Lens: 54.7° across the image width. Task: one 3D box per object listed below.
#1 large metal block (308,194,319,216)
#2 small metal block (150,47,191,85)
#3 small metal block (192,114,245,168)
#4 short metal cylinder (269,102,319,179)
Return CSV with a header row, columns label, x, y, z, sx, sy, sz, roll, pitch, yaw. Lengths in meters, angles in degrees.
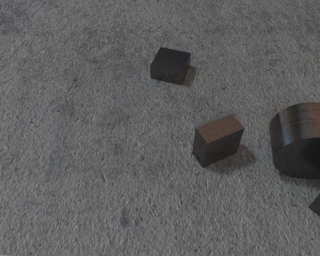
label,x,y,z,sx,sy,sz,roll,pitch,yaw
large metal block,0.211,0.076,0.307,0.050,0.080,0.080,-31,57,-24
small metal block,0.017,-0.098,0.486,0.050,0.025,0.050,14,51,11
small metal block,0.069,0.016,0.375,0.050,0.050,0.025,-21,53,-17
short metal cylinder,0.170,0.016,0.356,0.080,0.080,0.050,6,50,4
